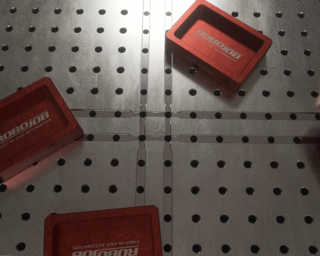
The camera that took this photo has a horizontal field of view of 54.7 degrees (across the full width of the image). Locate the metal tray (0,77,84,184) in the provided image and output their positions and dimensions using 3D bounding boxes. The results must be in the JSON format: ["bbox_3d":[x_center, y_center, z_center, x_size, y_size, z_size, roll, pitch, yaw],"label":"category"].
[{"bbox_3d":[-0.181,0.002,0.406,0.131,0.030,0.090,-32,73,-11],"label":"metal tray"}]

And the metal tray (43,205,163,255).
[{"bbox_3d":[-0.063,0.141,0.356,0.131,0.030,0.090,-5,70,-2],"label":"metal tray"}]

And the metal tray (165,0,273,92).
[{"bbox_3d":[0.084,-0.123,0.455,0.130,0.030,0.090,36,73,11],"label":"metal tray"}]
